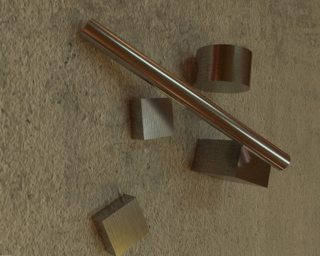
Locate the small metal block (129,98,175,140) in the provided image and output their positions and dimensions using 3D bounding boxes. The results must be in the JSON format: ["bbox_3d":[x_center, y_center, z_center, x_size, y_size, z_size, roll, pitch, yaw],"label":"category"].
[{"bbox_3d":[-0.010,-0.013,0.398,0.050,0.025,0.050,-7,95,-40],"label":"small metal block"}]

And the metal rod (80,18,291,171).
[{"bbox_3d":[0.042,-0.032,0.377,0.301,0.025,0.025,32,68,-14],"label":"metal rod"}]

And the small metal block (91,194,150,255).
[{"bbox_3d":[-0.046,0.115,0.368,0.050,0.025,0.050,-29,109,-36],"label":"small metal block"}]

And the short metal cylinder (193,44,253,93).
[{"bbox_3d":[0.090,-0.083,0.447,0.081,0.080,0.050,9,84,-40],"label":"short metal cylinder"}]

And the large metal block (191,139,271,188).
[{"bbox_3d":[0.107,0.052,0.462,0.080,0.080,0.050,22,76,-38],"label":"large metal block"}]
